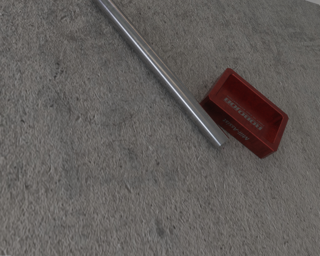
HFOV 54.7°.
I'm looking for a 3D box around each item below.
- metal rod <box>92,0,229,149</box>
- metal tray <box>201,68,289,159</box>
[{"bbox_3d":[-0.005,-0.093,0.457,0.025,0.025,0.300,-33,80,-38],"label":"metal rod"},{"bbox_3d":[0.134,-0.025,0.487,0.130,0.030,0.090,39,51,-2],"label":"metal tray"}]
